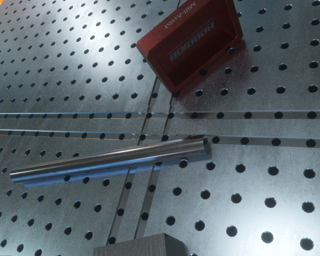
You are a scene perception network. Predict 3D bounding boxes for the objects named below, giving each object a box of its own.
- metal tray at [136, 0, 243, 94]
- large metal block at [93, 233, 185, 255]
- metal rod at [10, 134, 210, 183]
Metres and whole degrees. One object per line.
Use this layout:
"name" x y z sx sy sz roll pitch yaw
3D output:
"metal tray" 0.044 -0.117 0.414 0.130 0.090 0.030 -40 51 1
"large metal block" -0.018 0.157 0.305 0.080 0.050 0.080 -18 55 17
"metal rod" -0.082 0.046 0.421 0.301 0.025 0.025 -11 57 21
